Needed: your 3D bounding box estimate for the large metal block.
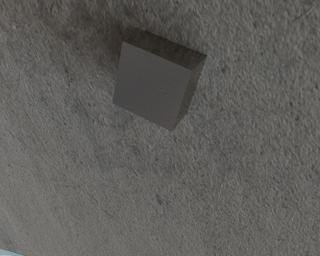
[{"bbox_3d":[-0.002,-0.055,0.358,0.080,0.050,0.079,26,128,12],"label":"large metal block"}]
